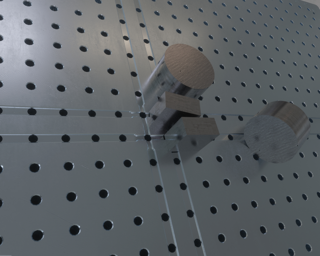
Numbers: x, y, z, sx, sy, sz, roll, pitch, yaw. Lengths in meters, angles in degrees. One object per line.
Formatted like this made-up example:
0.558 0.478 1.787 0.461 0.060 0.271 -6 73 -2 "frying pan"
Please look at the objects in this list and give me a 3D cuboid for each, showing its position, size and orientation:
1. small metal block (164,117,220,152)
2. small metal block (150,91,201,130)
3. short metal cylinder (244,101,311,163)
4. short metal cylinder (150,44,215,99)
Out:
0.041 0.009 0.409 0.050 0.050 0.025 0 62 -28 "small metal block"
0.019 -0.020 0.414 0.050 0.050 0.025 12 57 -22 "small metal block"
0.174 0.006 0.463 0.080 0.080 0.050 50 51 6 "short metal cylinder"
0.032 -0.076 0.456 0.081 0.050 0.080 14 56 -21 "short metal cylinder"
